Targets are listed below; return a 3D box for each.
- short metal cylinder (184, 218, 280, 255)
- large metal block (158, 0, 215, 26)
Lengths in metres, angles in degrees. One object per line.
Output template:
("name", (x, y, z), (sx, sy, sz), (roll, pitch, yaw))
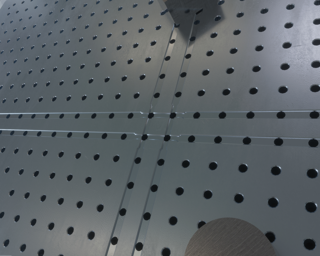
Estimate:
("short metal cylinder", (0.068, 0.127, 0.279), (0.080, 0.050, 0.080), (-13, 56, 21))
("large metal block", (0.036, -0.230, 0.515), (0.080, 0.050, 0.080), (-32, 52, 7))
